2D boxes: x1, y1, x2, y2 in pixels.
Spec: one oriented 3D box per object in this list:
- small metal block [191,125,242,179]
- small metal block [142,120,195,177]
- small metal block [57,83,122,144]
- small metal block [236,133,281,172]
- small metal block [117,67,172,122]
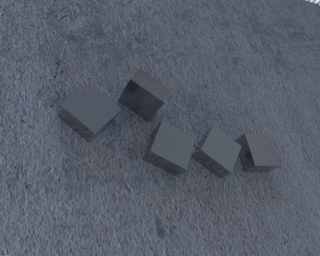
[{"bbox_3d":[0.078,0.033,0.426,0.050,0.025,0.050,37,51,-4],"label":"small metal block"},{"bbox_3d":[0.012,0.026,0.394,0.050,0.025,0.050,28,52,-11],"label":"small metal block"},{"bbox_3d":[-0.084,-0.018,0.370,0.050,0.025,0.050,41,51,0],"label":"small metal block"},{"bbox_3d":[0.144,0.037,0.458,0.050,0.025,0.050,4,60,-26],"label":"small metal block"},{"bbox_3d":[-0.021,-0.042,0.402,0.050,0.050,0.025,35,51,-6],"label":"small metal block"}]
